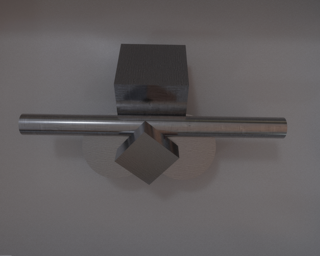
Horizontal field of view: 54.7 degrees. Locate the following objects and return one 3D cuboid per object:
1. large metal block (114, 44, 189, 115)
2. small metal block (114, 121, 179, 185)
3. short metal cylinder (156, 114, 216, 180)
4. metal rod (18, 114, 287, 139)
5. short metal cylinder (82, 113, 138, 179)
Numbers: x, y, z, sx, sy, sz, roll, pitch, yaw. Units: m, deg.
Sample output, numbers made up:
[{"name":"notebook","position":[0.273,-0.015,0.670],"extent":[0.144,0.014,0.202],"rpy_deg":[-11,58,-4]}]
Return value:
[{"name":"large metal block","position":[-0.009,-0.058,0.377],"extent":[0.081,0.050,0.080],"rpy_deg":[1,47,0]},{"name":"small metal block","position":[-0.014,0.029,0.349],"extent":[0.050,0.025,0.050],"rpy_deg":[38,112,-19]},{"name":"short metal cylinder","position":[0.027,0.023,0.398],"extent":[0.081,0.050,0.079],"rpy_deg":[0,90,-1]},{"name":"metal rod","position":[-0.007,-0.002,0.360],"extent":[0.302,0.025,0.025],"rpy_deg":[1,90,-1]},{"name":"short metal cylinder","position":[-0.053,0.021,0.397],"extent":[0.081,0.050,0.079],"rpy_deg":[0,90,-1]}]
